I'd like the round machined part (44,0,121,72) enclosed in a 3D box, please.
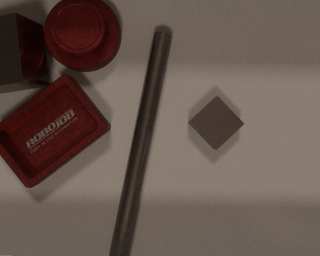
[{"bbox_3d":[-0.102,-0.125,0.402,0.099,0.042,0.097,0,90,-1],"label":"round machined part"}]

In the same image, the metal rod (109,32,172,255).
[{"bbox_3d":[-0.025,0.023,0.411,0.025,0.025,0.298,11,90,-1],"label":"metal rod"}]

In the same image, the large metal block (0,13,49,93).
[{"bbox_3d":[-0.193,-0.089,0.387,0.080,0.050,0.079,-6,90,14],"label":"large metal block"}]

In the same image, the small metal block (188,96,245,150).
[{"bbox_3d":[0.074,-0.006,0.412,0.050,0.025,0.050,-43,91,0],"label":"small metal block"}]

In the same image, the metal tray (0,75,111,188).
[{"bbox_3d":[-0.143,0.004,0.406,0.130,0.030,0.090,-38,91,-1],"label":"metal tray"}]
